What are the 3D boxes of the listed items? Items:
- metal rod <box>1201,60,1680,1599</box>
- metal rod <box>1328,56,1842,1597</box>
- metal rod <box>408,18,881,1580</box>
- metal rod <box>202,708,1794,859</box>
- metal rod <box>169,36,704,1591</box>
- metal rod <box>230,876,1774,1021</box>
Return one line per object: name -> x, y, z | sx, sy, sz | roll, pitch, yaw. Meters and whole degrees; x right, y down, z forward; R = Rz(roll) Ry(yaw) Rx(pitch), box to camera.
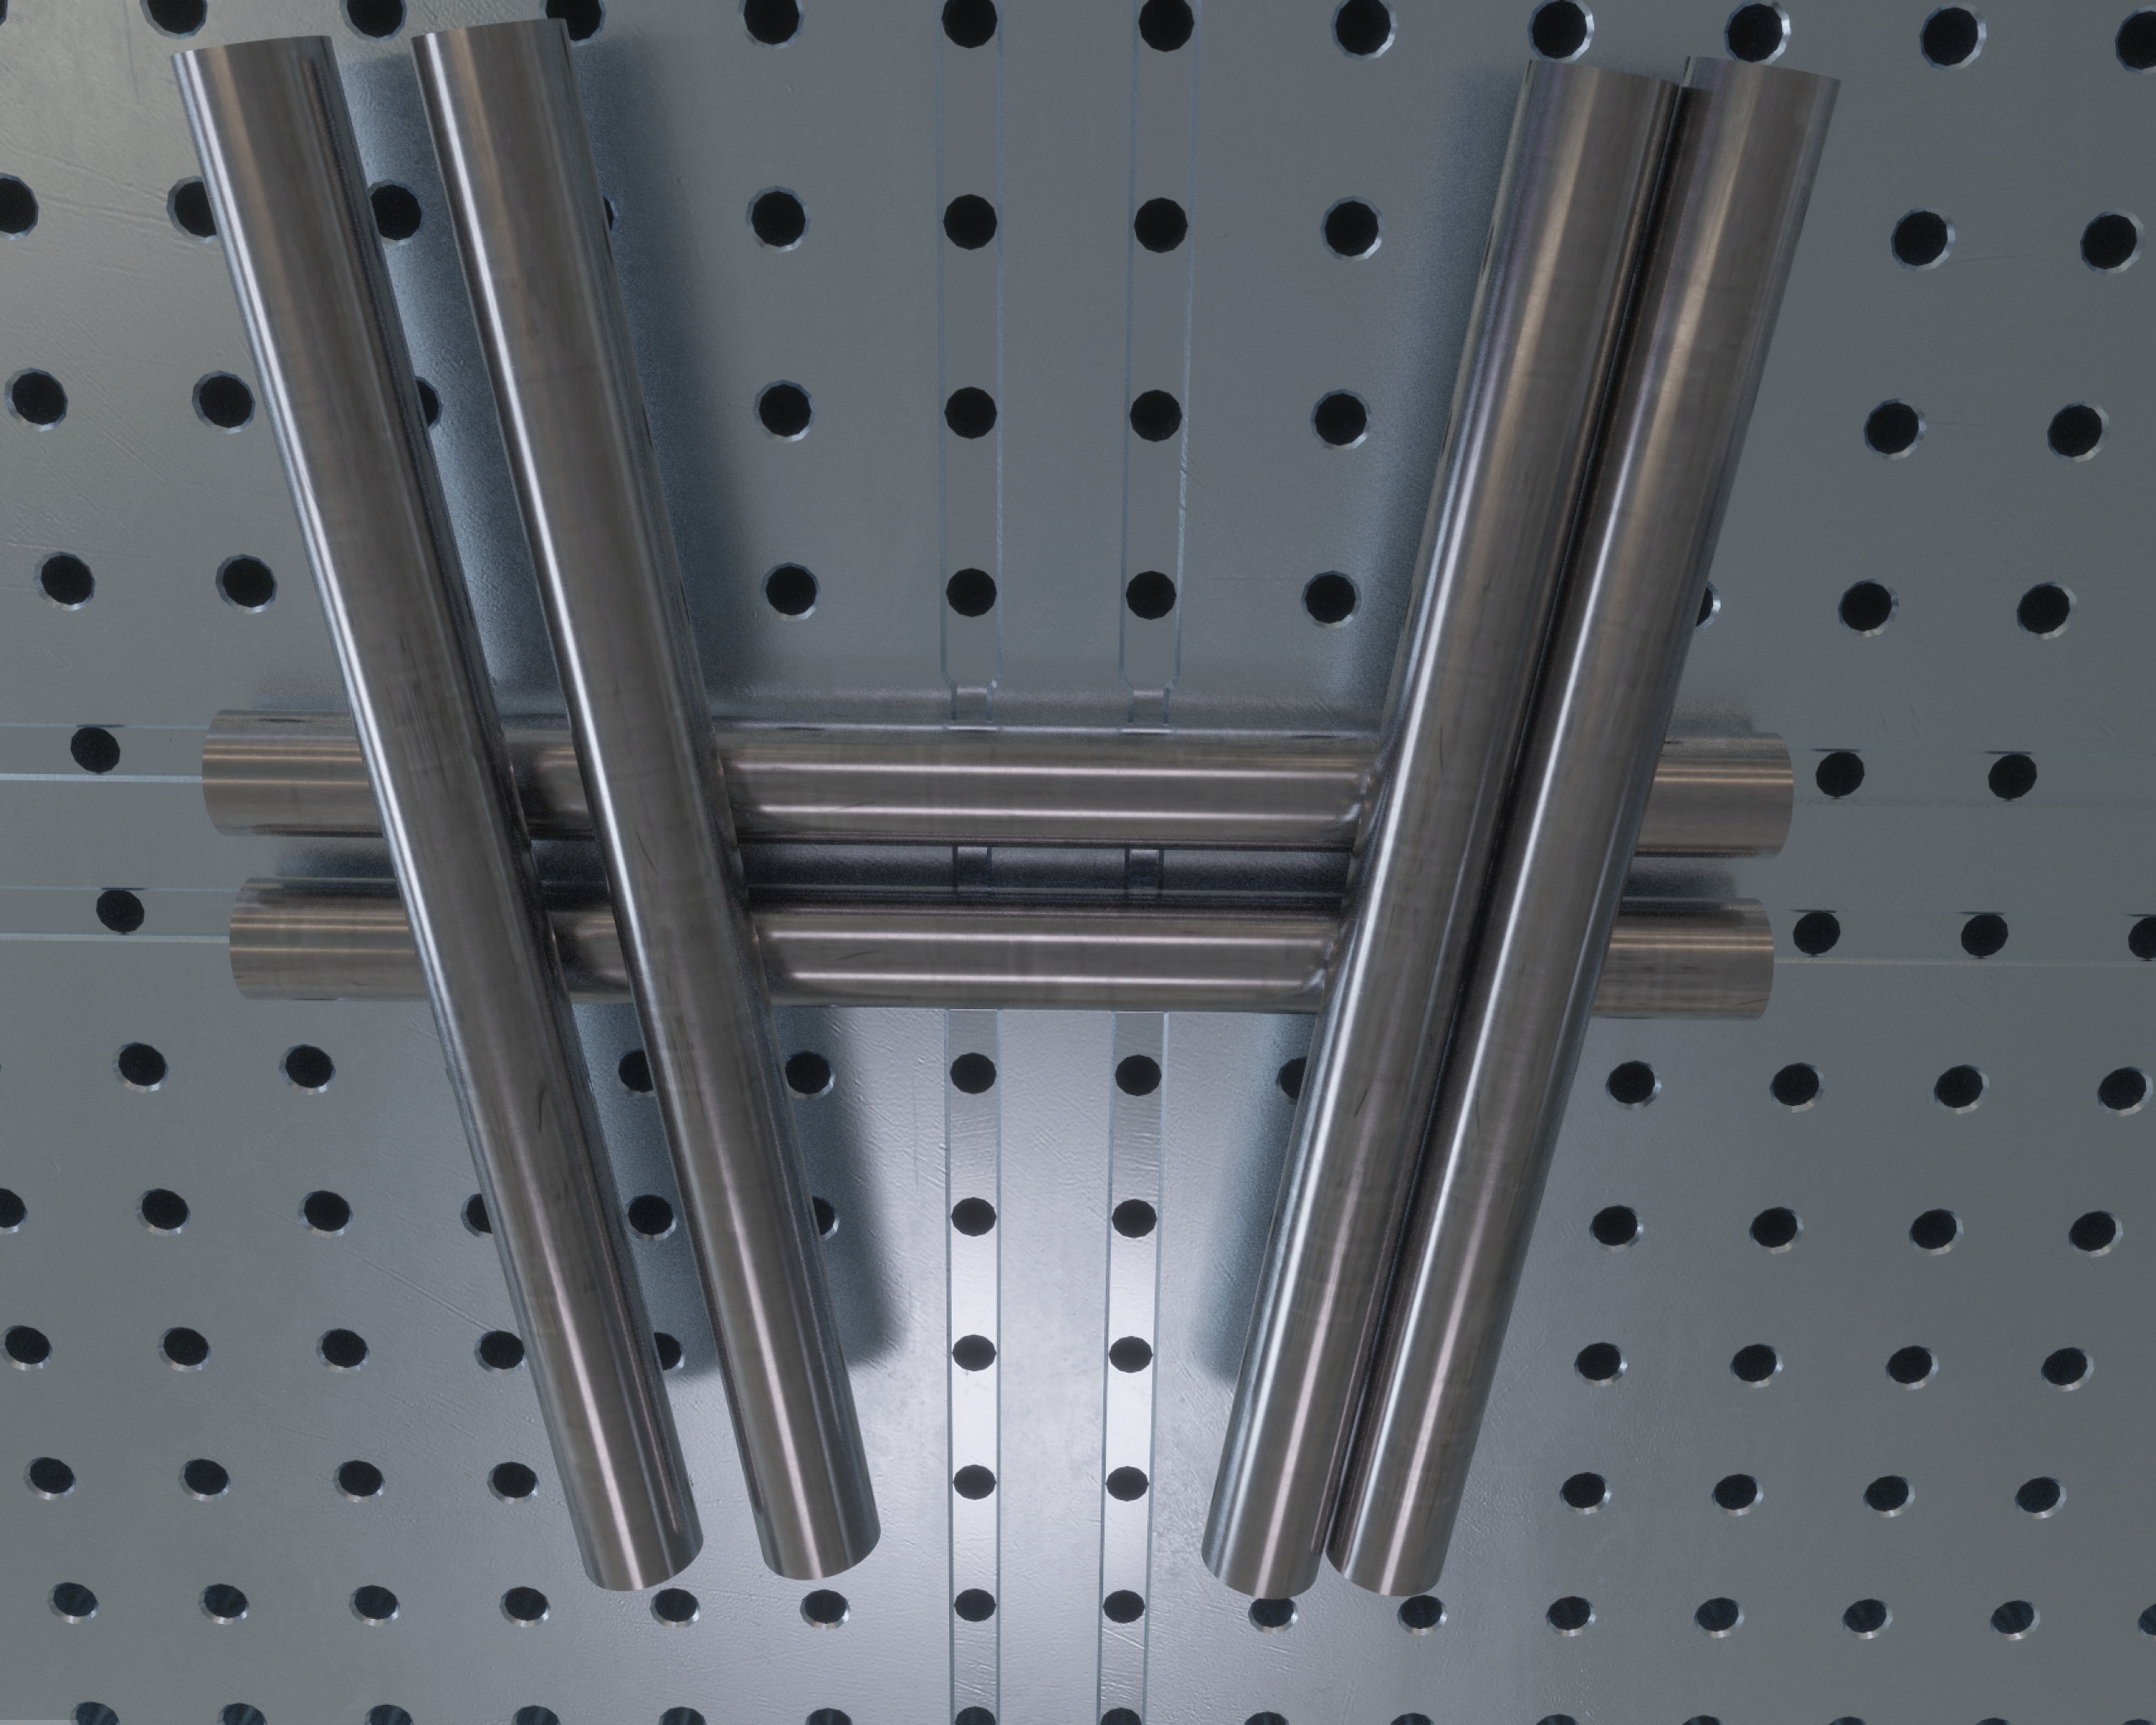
metal rod -> 0.062, 0.009, 0.391 | 0.025, 0.025, 0.298 | 9, 110, -3
metal rod -> 0.088, 0.009, 0.391 | 0.025, 0.025, 0.298 | 9, 110, -3
metal rod -> -0.075, 0.004, 0.388 | 0.025, 0.025, 0.298 | -8, 110, 3
metal rod -> -0.014, -0.015, 0.408 | 0.302, 0.025, 0.025 | 1, 110, -1
metal rod -> -0.113, 0.007, 0.389 | 0.025, 0.025, 0.298 | -8, 110, 3
metal rod -> -0.014, 0.017, 0.420 | 0.302, 0.025, 0.025 | 1, 110, -1
